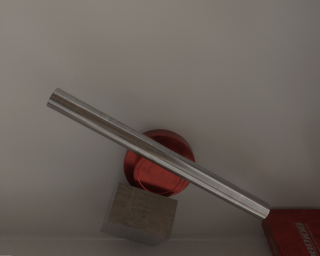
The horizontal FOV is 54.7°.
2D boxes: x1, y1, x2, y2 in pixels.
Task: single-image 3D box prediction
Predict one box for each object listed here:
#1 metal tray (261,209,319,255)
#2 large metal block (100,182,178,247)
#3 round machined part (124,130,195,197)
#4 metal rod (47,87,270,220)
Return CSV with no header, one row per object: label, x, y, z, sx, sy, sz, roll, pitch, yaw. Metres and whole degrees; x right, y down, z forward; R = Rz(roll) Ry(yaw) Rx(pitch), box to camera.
metal tray,0.202,0.168,0.419,0.091,0.130,0.030,0,121,0
large metal block,-0.030,0.121,0.421,0.080,0.050,0.080,19,149,-7
round machined part,0.000,0.055,0.422,0.099,0.042,0.097,0,110,-1
metal rod,0.007,0.037,0.380,0.301,0.025,0.025,29,107,-10
